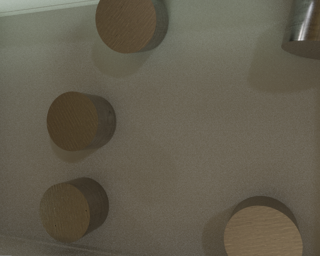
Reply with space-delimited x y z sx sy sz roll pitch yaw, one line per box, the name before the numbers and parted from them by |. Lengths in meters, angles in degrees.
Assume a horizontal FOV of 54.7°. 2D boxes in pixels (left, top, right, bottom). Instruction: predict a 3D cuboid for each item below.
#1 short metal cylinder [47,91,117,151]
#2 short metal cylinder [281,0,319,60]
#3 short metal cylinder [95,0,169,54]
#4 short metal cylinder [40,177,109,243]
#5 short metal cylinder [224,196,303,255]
short metal cylinder | -0.109 -0.009 0.434 0.080 0.050 0.079 0 90 19
short metal cylinder | 0.173 -0.104 0.320 0.080 0.080 0.050 14 95 19
short metal cylinder | -0.035 -0.138 0.398 0.080 0.050 0.079 5 107 17
short metal cylinder | -0.120 0.114 0.438 0.080 0.050 0.079 0 90 19
short metal cylinder | 0.118 0.123 0.356 0.080 0.050 0.079 0 90 19
